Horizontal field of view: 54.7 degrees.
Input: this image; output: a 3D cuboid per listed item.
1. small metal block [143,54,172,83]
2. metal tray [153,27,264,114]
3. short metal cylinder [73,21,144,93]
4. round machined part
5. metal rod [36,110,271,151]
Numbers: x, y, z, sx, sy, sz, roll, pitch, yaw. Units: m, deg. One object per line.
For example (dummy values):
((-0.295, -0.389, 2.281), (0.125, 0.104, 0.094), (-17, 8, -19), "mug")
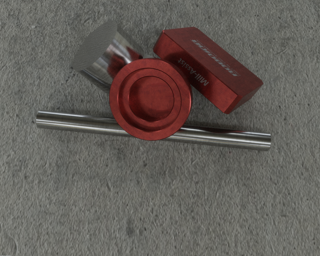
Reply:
((-0.001, -0.068, 0.419), (0.050, 0.050, 0.025), (22, 72, 8), "small metal block")
((0.065, -0.081, 0.410), (0.130, 0.030, 0.091), (44, 37, 14), "metal tray")
((-0.068, -0.093, 0.409), (0.080, 0.050, 0.080), (-25, 45, 29), "short metal cylinder")
((-0.009, -0.037, 0.381), (0.098, 0.042, 0.097), (3, 105, 11), "round machined part")
((-0.009, 0.003, 0.408), (0.302, 0.025, 0.025), (6, 70, 2), "metal rod")
